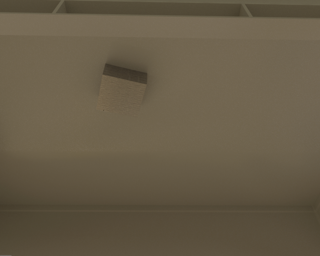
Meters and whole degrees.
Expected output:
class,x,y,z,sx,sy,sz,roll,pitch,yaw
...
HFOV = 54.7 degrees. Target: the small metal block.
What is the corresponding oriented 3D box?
class,x,y,z,sx,sy,sz,roll,pitch,yaw
small metal block,-0.046,-0.044,0.371,0.050,0.025,0.050,11,129,-10
